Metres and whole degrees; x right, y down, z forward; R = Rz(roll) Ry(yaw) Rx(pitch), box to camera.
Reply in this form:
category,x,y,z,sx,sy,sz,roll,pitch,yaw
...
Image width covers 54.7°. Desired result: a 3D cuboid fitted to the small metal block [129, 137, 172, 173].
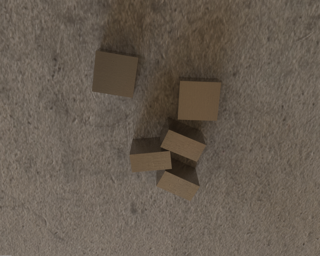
category,x,y,z,sx,sy,sz,roll,pitch,yaw
small metal block,-0.011,0.033,0.409,0.050,0.050,0.025,-5,110,2

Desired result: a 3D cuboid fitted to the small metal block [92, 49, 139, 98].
category,x,y,z,sx,sy,sz,roll,pitch,yaw
small metal block,-0.054,-0.068,0.384,0.050,0.025,0.050,9,110,-4

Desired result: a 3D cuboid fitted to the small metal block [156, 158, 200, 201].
category,x,y,z,sx,sy,sz,roll,pitch,yaw
small metal block,0.023,0.066,0.421,0.050,0.050,0.025,26,108,-10

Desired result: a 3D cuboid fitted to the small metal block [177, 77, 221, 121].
category,x,y,z,sx,sy,sz,roll,pitch,yaw
small metal block,0.049,-0.037,0.397,0.050,0.025,0.050,2,110,-1

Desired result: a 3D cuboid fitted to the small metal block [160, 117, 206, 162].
category,x,y,z,sx,sy,sz,roll,pitch,yaw
small metal block,0.028,0.013,0.402,0.050,0.050,0.025,23,108,-9
